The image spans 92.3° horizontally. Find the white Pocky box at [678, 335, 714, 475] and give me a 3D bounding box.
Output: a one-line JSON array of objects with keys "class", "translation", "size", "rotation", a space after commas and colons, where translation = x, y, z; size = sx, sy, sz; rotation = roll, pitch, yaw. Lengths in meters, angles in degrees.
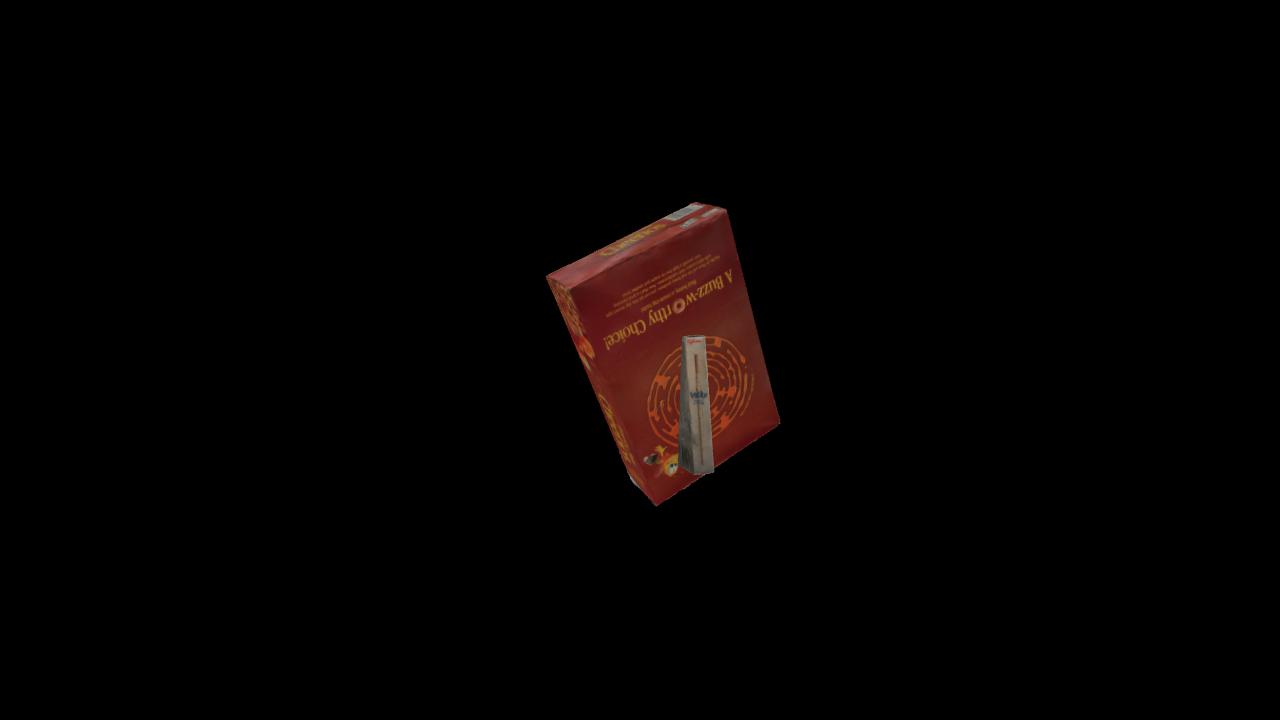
[{"class": "white Pocky box", "translation": [0.057, 0.049, 0.710], "size": [0.028, 0.154, 0.084], "rotation": [-4, 1, -10]}]

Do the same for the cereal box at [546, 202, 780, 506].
[{"class": "cereal box", "translation": [0.041, -0.002, 0.727], "size": [0.203, 0.306, 0.081], "rotation": [-30, 30, -17]}]
